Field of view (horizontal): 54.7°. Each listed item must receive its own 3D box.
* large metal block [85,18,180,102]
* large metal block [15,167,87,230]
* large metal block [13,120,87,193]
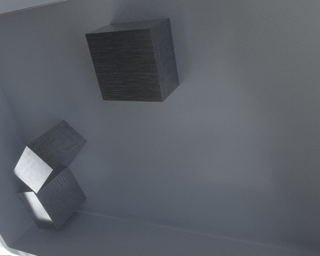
[{"bbox_3d":[-0.029,-0.078,0.360,0.080,0.050,0.079,4,120,26],"label":"large metal block"},{"bbox_3d":[-0.189,0.120,0.547,0.050,0.080,0.080,-10,113,33],"label":"large metal block"},{"bbox_3d":[-0.174,0.045,0.493,0.050,0.080,0.080,43,129,-1],"label":"large metal block"}]
